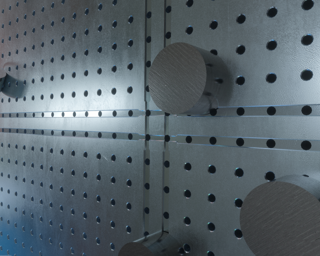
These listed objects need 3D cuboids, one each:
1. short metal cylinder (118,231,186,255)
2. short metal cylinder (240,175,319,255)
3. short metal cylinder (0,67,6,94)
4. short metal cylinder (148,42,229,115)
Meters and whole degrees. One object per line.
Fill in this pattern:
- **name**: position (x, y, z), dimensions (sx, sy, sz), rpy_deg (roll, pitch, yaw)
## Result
- **short metal cylinder**: position (-0.010, 0.181, 0.400), dimensions (0.080, 0.050, 0.079), rpy_deg (0, 90, 39)
- **short metal cylinder**: position (0.123, 0.087, 0.291), dimensions (0.080, 0.050, 0.079), rpy_deg (0, 90, 39)
- **short metal cylinder**: position (-0.396, -0.111, 0.695), dimensions (0.080, 0.081, 0.050), rpy_deg (43, 116, 31)
- **short metal cylinder**: position (0.033, -0.055, 0.364), dimensions (0.080, 0.050, 0.079), rpy_deg (0, 90, 39)
